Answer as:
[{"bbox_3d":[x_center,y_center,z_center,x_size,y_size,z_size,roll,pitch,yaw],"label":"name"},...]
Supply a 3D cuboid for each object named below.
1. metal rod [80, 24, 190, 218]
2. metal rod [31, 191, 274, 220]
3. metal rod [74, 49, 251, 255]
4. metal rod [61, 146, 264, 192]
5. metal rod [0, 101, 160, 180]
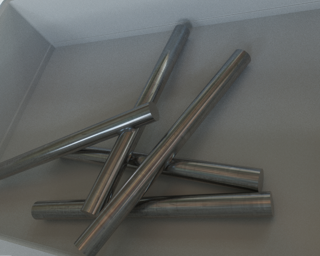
[{"bbox_3d":[-0.021,-0.027,0.408,0.025,0.025,0.300,7,59,31],"label":"metal rod"},{"bbox_3d":[-0.028,0.093,0.360,0.301,0.025,0.025,-8,58,23],"label":"metal rod"},{"bbox_3d":[0.015,0.016,0.360,0.025,0.025,0.301,27,68,37],"label":"metal rod"},{"bbox_3d":[-0.027,0.043,0.390,0.300,0.025,0.025,5,64,30],"label":"metal rod"},{"bbox_3d":[-0.137,0.028,0.425,0.300,0.025,0.025,-20,54,22],"label":"metal rod"}]
